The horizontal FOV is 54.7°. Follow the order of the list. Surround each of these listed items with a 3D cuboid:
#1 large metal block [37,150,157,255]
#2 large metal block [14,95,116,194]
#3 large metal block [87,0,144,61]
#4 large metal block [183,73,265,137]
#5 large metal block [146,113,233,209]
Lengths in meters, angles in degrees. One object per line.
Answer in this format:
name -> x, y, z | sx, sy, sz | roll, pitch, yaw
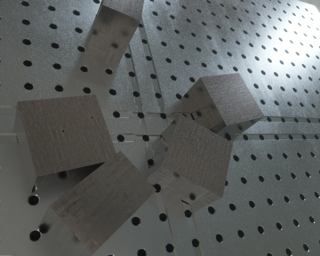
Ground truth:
large metal block -> -0.061, 0.077, 0.294 | 0.050, 0.080, 0.080 | 47, 51, 4
large metal block -> -0.101, 0.015, 0.329 | 0.081, 0.050, 0.080 | -10, 67, -33
large metal block -> -0.061, -0.158, 0.437 | 0.050, 0.080, 0.080 | 18, 55, -19
large metal block -> 0.095, -0.033, 0.465 | 0.081, 0.050, 0.080 | -12, 68, -33
large metal block -> 0.038, 0.042, 0.389 | 0.080, 0.050, 0.080 | 29, 52, -10
